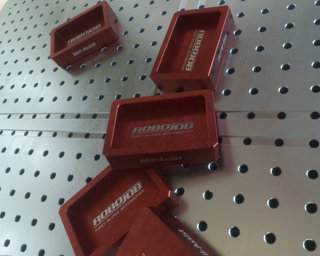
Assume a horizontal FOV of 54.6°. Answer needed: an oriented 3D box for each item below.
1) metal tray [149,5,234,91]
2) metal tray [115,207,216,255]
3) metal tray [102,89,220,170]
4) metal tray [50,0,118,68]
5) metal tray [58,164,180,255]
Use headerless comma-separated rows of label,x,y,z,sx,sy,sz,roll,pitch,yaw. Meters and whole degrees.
metal tray,0.048,-0.116,0.451,0.090,0.030,0.130,6,64,30
metal tray,0.013,0.148,0.290,0.130,0.030,0.090,35,101,38
metal tray,0.002,0.001,0.377,0.130,0.030,0.090,-6,50,10
metal tray,-0.147,-0.180,0.594,0.130,0.030,0.090,-23,53,14
metal tray,-0.052,0.094,0.375,0.130,0.030,0.090,-41,51,0
